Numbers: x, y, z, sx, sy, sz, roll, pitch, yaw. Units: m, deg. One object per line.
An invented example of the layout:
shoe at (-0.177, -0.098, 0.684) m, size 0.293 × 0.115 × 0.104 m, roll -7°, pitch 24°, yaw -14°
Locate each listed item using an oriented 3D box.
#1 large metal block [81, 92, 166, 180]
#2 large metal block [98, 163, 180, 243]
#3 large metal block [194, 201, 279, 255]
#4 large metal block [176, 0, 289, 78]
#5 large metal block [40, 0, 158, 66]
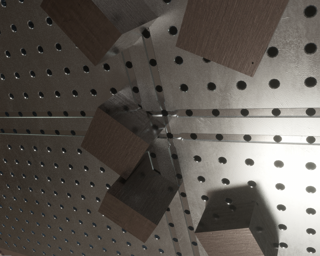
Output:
large metal block at (-0.052, 0.011, 0.428) m, size 0.080 × 0.050 × 0.079 m, roll 36°, pitch 129°, yaw 3°
large metal block at (-0.030, 0.104, 0.454) m, size 0.080 × 0.080 × 0.050 m, roll 32°, pitch 128°, yaw 6°
large metal block at (0.108, 0.155, 0.433) m, size 0.080 × 0.050 × 0.080 m, roll -20°, pitch 108°, yaw 35°
large metal block at (0.070, -0.106, 0.292) m, size 0.080 × 0.050 × 0.079 m, roll 25°, pitch 127°, yaw 12°
large metal block at (-0.061, -0.124, 0.330) m, size 0.080 × 0.080 × 0.050 m, roll 48°, pitch 129°, yaw -6°
